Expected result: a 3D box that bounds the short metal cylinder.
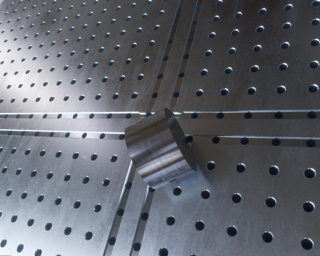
[{"bbox_3d":[0.002,0.023,0.357,0.050,0.080,0.080,-26,53,12],"label":"short metal cylinder"}]
